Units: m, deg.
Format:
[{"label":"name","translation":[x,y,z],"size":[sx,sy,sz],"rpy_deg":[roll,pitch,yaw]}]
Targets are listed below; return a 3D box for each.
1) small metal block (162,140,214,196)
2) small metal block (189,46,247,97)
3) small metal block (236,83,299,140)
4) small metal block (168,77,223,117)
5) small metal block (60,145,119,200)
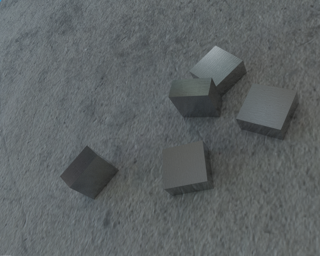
[{"label":"small metal block","translation":[0.032,0.047,0.358],"size":[0.050,0.025,0.050],"rpy_deg":[-15,56,19]},{"label":"small metal block","translation":[0.076,-0.074,0.409],"size":[0.050,0.025,0.050],"rpy_deg":[-44,51,-3]},{"label":"small metal block","translation":[0.122,-0.019,0.351],"size":[0.050,0.025,0.050],"rpy_deg":[17,71,34]},{"label":"small metal block","translation":[0.045,-0.036,0.385],"size":[0.050,0.050,0.025],"rpy_deg":[0,62,28]},{"label":"small metal block","translation":[-0.089,0.058,0.397],"size":[0.025,0.050,0.050],"rpy_deg":[34,81,38]}]
